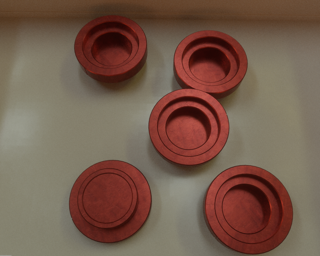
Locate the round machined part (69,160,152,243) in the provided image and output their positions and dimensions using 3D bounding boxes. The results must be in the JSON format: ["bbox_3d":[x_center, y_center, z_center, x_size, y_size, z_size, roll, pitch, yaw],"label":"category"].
[{"bbox_3d":[-0.059,0.085,0.369,0.099,0.042,0.098,0,70,0],"label":"round machined part"}]

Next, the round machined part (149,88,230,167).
[{"bbox_3d":[0.036,0.002,0.397,0.099,0.042,0.098,0,75,1],"label":"round machined part"}]

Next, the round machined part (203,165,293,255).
[{"bbox_3d":[0.100,0.096,0.366,0.099,0.042,0.098,0,70,0],"label":"round machined part"}]

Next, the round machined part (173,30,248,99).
[{"bbox_3d":[0.067,-0.083,0.431,0.099,0.042,0.098,0,70,0],"label":"round machined part"}]

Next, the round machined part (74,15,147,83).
[{"bbox_3d":[-0.067,-0.106,0.439,0.099,0.042,0.098,0,70,0],"label":"round machined part"}]
